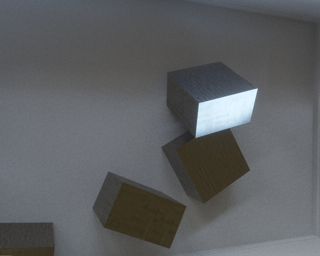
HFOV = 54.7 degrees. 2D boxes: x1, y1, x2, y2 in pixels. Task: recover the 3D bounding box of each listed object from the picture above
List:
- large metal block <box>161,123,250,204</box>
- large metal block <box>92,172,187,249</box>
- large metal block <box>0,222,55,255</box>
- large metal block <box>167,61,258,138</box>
[{"bbox_3d":[0.062,0.042,0.422,0.080,0.050,0.080,-31,101,-18],"label":"large metal block"},{"bbox_3d":[-0.028,0.095,0.372,0.080,0.080,0.050,25,82,-19],"label":"large metal block"},{"bbox_3d":[-0.156,0.136,0.324,0.081,0.080,0.050,6,88,-20],"label":"large metal block"},{"bbox_3d":[0.063,-0.040,0.398,0.081,0.080,0.050,-15,130,-20],"label":"large metal block"}]
